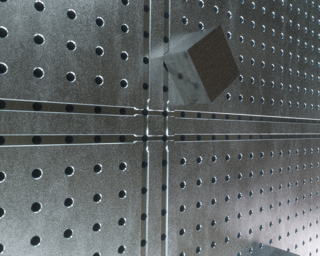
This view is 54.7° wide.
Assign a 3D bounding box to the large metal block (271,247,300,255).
[{"bbox_3d":[0.238,0.296,0.597,0.081,0.050,0.080,-36,112,-34],"label":"large metal block"}]

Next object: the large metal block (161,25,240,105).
[{"bbox_3d":[0.061,-0.090,0.446,0.080,0.050,0.080,-43,116,-32],"label":"large metal block"}]
